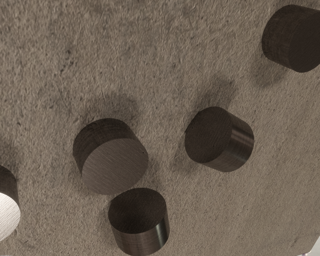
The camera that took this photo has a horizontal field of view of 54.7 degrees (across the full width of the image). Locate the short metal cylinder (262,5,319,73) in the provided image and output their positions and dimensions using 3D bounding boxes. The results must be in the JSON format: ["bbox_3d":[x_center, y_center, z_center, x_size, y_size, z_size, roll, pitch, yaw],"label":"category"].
[{"bbox_3d":[0.187,-0.122,0.420,0.081,0.050,0.079,-14,125,-21],"label":"short metal cylinder"}]

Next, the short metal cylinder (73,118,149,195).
[{"bbox_3d":[-0.061,0.035,0.380,0.081,0.050,0.079,-14,125,-21],"label":"short metal cylinder"}]

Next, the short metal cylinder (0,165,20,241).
[{"bbox_3d":[-0.197,0.083,0.335,0.081,0.050,0.079,-14,125,-21],"label":"short metal cylinder"}]

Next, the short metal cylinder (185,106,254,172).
[{"bbox_3d":[0.081,0.016,0.428,0.050,0.080,0.080,25,105,-37],"label":"short metal cylinder"}]

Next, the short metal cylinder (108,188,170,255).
[{"bbox_3d":[-0.028,0.131,0.439,0.081,0.080,0.050,-20,126,-17],"label":"short metal cylinder"}]
